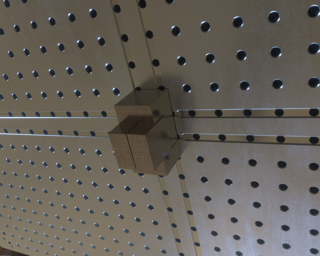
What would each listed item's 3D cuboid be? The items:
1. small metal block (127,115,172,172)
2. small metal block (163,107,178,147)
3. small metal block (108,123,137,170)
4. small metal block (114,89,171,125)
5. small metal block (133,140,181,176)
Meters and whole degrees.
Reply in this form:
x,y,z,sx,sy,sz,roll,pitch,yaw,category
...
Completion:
x,y,z,sx,sy,sz,roll,pitch,yaw,category
-0.011,0.017,0.380,0.025,0.050,0.050,3,120,28,small metal block
-0.008,-0.001,0.415,0.050,0.025,0.050,2,120,28,small metal block
-0.035,0.017,0.392,0.025,0.050,0.050,2,119,27,small metal block
-0.021,-0.027,0.389,0.050,0.050,0.025,2,120,27,small metal block
-0.005,0.038,0.421,0.050,0.050,0.025,2,119,27,small metal block
